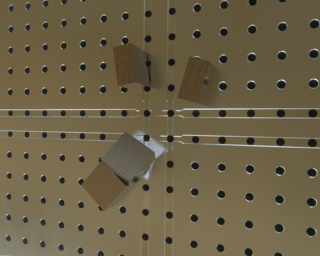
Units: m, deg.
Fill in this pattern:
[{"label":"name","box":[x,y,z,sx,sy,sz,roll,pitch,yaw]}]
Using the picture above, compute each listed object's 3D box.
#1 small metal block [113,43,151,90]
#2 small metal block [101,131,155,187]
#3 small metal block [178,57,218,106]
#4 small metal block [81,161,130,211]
[{"label":"small metal block","box":[-0.036,-0.080,0.413,0.025,0.050,0.050,-8,87,20]},{"label":"small metal block","box":[-0.042,0.041,0.416,0.050,0.025,0.050,35,69,17]},{"label":"small metal block","box":[0.047,-0.056,0.383,0.025,0.050,0.050,18,96,19]},{"label":"small metal block","box":[-0.074,0.080,0.439,0.050,0.025,0.050,45,104,14]}]
